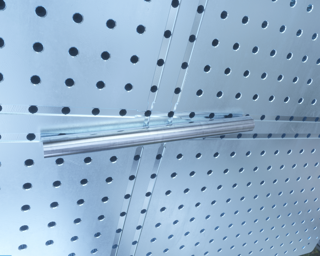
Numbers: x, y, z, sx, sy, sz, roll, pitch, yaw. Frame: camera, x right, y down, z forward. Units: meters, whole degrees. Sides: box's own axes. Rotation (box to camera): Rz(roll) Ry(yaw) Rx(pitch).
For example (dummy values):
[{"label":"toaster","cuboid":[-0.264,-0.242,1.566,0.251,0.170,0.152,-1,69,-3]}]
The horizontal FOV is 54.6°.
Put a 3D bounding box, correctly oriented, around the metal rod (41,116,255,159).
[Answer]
[{"label":"metal rod","cuboid":[0.003,0.008,0.416,0.302,0.025,0.025,-6,121,-25]}]
